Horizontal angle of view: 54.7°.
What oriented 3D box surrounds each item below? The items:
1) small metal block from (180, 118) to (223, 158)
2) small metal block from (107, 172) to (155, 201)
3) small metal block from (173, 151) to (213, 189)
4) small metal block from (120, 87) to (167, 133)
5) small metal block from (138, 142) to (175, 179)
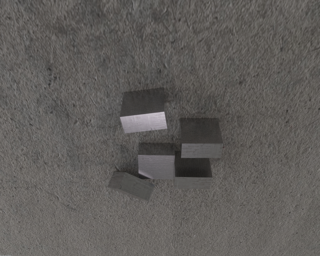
[{"bbox_3d":[0.052,0.012,0.402,0.050,0.050,0.025,0,130,0],"label":"small metal block"},{"bbox_3d":[-0.044,0.087,0.465,0.050,0.025,0.050,28,161,-22],"label":"small metal block"},{"bbox_3d":[0.045,0.059,0.442,0.050,0.050,0.025,1,130,-2],"label":"small metal block"},{"bbox_3d":[-0.018,-0.022,0.372,0.050,0.050,0.025,-7,130,5],"label":"small metal block"},{"bbox_3d":[-0.005,0.048,0.448,0.050,0.025,0.050,1,130,-1],"label":"small metal block"}]
